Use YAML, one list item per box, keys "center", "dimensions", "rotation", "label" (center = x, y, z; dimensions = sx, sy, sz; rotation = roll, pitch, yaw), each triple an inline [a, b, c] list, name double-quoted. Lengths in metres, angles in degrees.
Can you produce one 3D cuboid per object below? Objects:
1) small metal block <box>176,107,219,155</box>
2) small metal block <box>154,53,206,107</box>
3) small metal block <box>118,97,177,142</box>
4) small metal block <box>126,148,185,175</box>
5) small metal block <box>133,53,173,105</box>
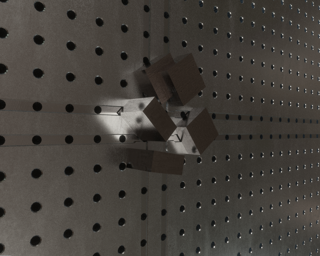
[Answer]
- center: [0.055, 0.004, 0.457]
  dimensions: [0.050, 0.025, 0.050]
  rotation: [-43, 116, -32]
  label: "small metal block"
- center: [0.027, -0.062, 0.401]
  dimensions: [0.050, 0.025, 0.050]
  rotation: [-41, 116, -33]
  label: "small metal block"
- center: [-0.015, -0.010, 0.382]
  dimensions: [0.025, 0.050, 0.050]
  rotation: [-53, 121, -27]
  label: "small metal block"
- center: [-0.006, 0.042, 0.390]
  dimensions: [0.050, 0.050, 0.025]
  rotation: [13, 82, -40]
  label: "small metal block"
- center: [0.000, -0.064, 0.411]
  dimensions: [0.050, 0.025, 0.050]
  rotation: [-41, 115, -33]
  label: "small metal block"
